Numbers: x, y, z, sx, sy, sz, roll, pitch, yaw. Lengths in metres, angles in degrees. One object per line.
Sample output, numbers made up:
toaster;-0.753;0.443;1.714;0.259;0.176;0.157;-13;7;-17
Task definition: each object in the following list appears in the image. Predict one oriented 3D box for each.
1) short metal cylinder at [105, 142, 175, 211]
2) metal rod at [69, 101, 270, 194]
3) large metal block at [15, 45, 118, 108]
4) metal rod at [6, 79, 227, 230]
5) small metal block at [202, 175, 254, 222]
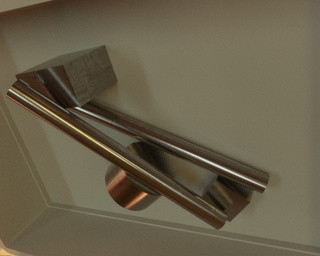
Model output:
short metal cylinder;-0.027;0.066;0.424;0.080;0.080;0.050;42;129;-2
metal rod;-0.005;0.014;0.417;0.301;0.025;0.025;23;127;14
large metal block;-0.115;-0.063;0.392;0.080;0.080;0.050;-4;117;29
metal rod;-0.042;0.038;0.376;0.301;0.025;0.025;34;130;-11
small metal block;0.088;0.091;0.416;0.050;0.025;0.050;33;129;6
